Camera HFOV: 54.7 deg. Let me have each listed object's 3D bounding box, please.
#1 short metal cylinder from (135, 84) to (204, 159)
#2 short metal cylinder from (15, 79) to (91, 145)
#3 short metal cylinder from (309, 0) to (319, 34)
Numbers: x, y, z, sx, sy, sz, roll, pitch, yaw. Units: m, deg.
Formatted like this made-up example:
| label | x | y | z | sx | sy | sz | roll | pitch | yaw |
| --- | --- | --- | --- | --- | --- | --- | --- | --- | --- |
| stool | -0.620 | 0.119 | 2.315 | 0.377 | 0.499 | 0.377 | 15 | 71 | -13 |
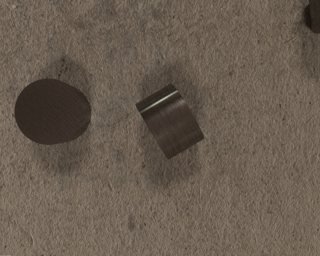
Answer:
| label | x | y | z | sx | sy | sz | roll | pitch | yaw |
| --- | --- | --- | --- | --- | --- | --- | --- | --- | --- |
| short metal cylinder | 0.012 | -0.008 | 0.383 | 0.050 | 0.080 | 0.080 | -31 | 90 | 0 |
| short metal cylinder | -0.134 | -0.020 | 0.396 | 0.081 | 0.050 | 0.079 | 0 | 90 | -1 |
| short metal cylinder | 0.231 | -0.155 | 0.385 | 0.081 | 0.080 | 0.050 | -6 | 90 | -1 |
